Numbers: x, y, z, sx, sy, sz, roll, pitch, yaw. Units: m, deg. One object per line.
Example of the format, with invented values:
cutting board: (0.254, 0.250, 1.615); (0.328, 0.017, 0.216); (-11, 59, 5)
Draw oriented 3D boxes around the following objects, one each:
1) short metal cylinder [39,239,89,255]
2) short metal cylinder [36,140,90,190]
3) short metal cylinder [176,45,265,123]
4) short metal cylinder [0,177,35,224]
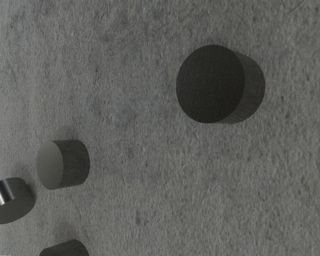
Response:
short metal cylinder: (-0.160, 0.234, 0.517); (0.080, 0.050, 0.079); (0, 90, 39)
short metal cylinder: (-0.163, 0.060, 0.520); (0.080, 0.050, 0.079); (0, 90, 39)
short metal cylinder: (0.065, -0.045, 0.334); (0.080, 0.050, 0.079); (0, 90, 39)
short metal cylinder: (-0.296, 0.143, 0.609); (0.050, 0.081, 0.080); (49, 119, 28)
